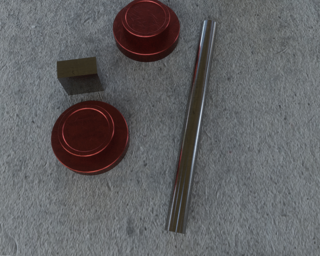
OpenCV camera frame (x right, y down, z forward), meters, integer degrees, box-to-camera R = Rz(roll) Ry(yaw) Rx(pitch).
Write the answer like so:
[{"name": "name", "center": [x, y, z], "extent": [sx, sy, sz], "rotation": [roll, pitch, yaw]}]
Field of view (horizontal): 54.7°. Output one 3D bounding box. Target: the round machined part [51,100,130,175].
[{"name": "round machined part", "center": [-0.090, 0.008, 0.395], "extent": [0.099, 0.042, 0.098], "rotation": [0, 70, 0]}]

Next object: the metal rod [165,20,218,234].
[{"name": "metal rod", "center": [0.046, -0.016, 0.414], "extent": [0.025, 0.025, 0.299], "rotation": [10, 70, 4]}]

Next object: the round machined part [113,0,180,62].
[{"name": "round machined part", "center": [-0.020, -0.149, 0.453], "extent": [0.099, 0.042, 0.098], "rotation": [0, 70, 0]}]

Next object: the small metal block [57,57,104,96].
[{"name": "small metal block", "center": [-0.106, -0.069, 0.419], "extent": [0.050, 0.050, 0.025], "rotation": [-8, 71, -3]}]
